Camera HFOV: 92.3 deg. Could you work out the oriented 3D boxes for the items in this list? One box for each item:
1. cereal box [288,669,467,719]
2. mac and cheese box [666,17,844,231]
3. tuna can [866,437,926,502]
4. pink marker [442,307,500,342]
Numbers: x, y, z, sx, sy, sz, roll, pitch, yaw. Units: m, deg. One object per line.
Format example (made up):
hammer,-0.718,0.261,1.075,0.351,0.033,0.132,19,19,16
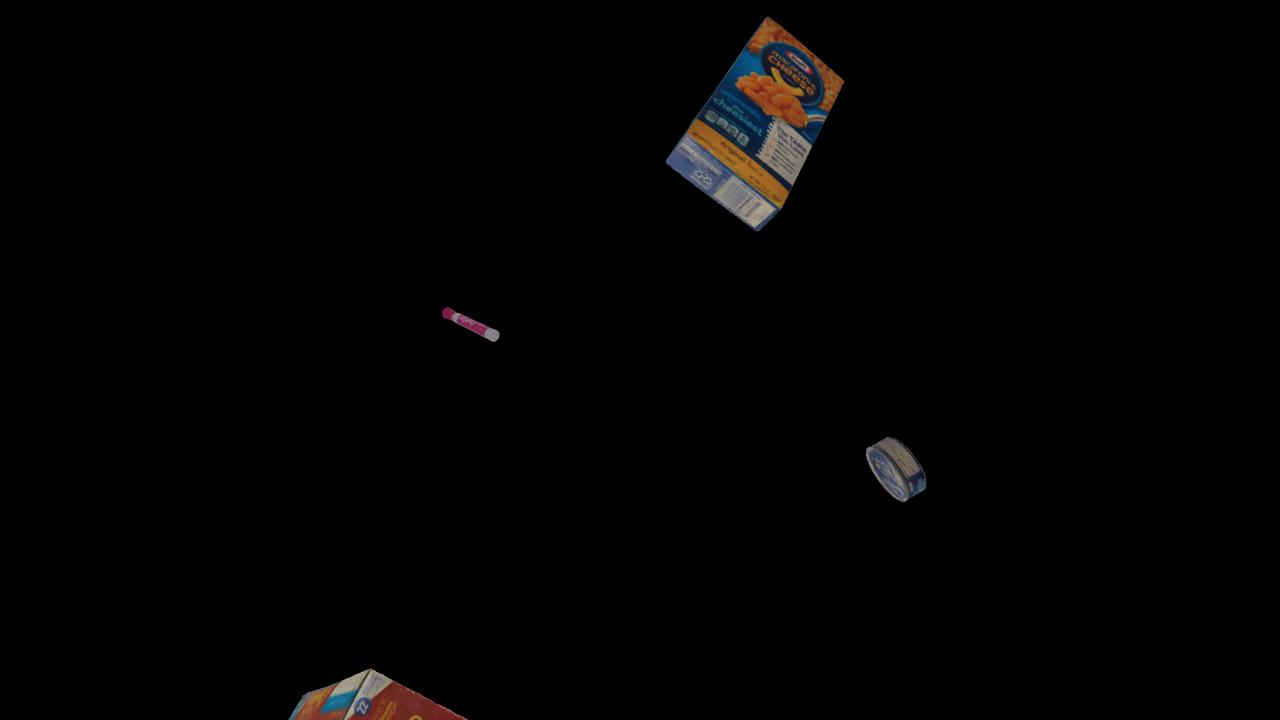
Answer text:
cereal box,-0.193,0.421,0.613,0.306,0.081,0.203,39,-49,-16
mac and cheese box,0.101,-0.199,0.507,0.093,0.184,0.041,34,-31,-8
tuna can,0.347,0.148,0.835,0.034,0.084,0.084,-28,3,-5
pink marker,-0.276,-0.059,0.991,0.121,0.020,0.020,24,11,27
